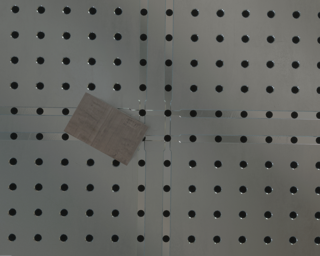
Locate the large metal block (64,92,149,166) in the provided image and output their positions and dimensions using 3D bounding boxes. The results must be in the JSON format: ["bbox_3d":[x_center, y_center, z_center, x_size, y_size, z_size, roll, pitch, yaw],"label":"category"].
[{"bbox_3d":[-0.060,0.001,0.385,0.080,0.080,0.050,29,90,-1],"label":"large metal block"}]
